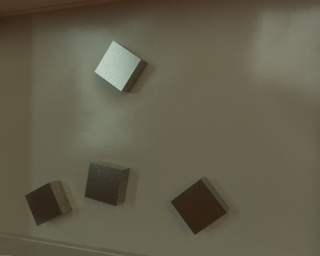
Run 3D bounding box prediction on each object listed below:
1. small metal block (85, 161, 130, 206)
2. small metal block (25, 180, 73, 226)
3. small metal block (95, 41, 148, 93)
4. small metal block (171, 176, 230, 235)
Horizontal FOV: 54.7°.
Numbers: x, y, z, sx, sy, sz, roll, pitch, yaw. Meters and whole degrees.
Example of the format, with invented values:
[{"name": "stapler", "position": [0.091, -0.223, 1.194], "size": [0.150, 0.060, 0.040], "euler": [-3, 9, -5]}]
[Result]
[{"name": "small metal block", "position": [-0.074, 0.077, 0.437], "size": [0.050, 0.025, 0.050], "euler": [11, 94, 19]}, {"name": "small metal block", "position": [-0.169, 0.113, 0.470], "size": [0.050, 0.025, 0.050], "euler": [-28, 81, 17]}, {"name": "small metal block", "position": [-0.053, -0.084, 0.429], "size": [0.050, 0.025, 0.050], "euler": [37, 102, 16]}, {"name": "small metal block", "position": [0.051, 0.097, 0.392], "size": [0.050, 0.025, 0.050], "euler": [-40, 77, 15]}]
